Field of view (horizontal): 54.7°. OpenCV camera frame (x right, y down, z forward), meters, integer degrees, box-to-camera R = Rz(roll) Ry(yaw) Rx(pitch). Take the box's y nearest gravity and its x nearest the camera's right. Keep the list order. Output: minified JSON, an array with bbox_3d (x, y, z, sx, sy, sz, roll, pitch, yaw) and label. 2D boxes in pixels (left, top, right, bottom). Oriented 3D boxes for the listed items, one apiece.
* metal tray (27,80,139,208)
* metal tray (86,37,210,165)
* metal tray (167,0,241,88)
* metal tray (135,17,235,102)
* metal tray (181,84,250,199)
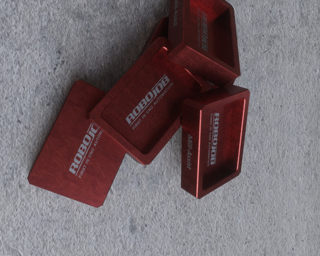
[{"bbox_3d":[-0.088,0.019,0.375,0.090,0.030,0.130,26,81,-19],"label":"metal tray"},{"bbox_3d":[-0.011,-0.032,0.372,0.090,0.030,0.130,43,76,-15],"label":"metal tray"},{"bbox_3d":[0.056,-0.125,0.393,0.091,0.030,0.130,22,55,-29],"label":"metal tray"},{"bbox_3d":[0.036,-0.076,0.422,0.131,0.030,0.090,28,81,-18],"label":"metal tray"},{"bbox_3d":[0.070,0.017,0.398,0.091,0.030,0.129,-21,122,-35],"label":"metal tray"}]
